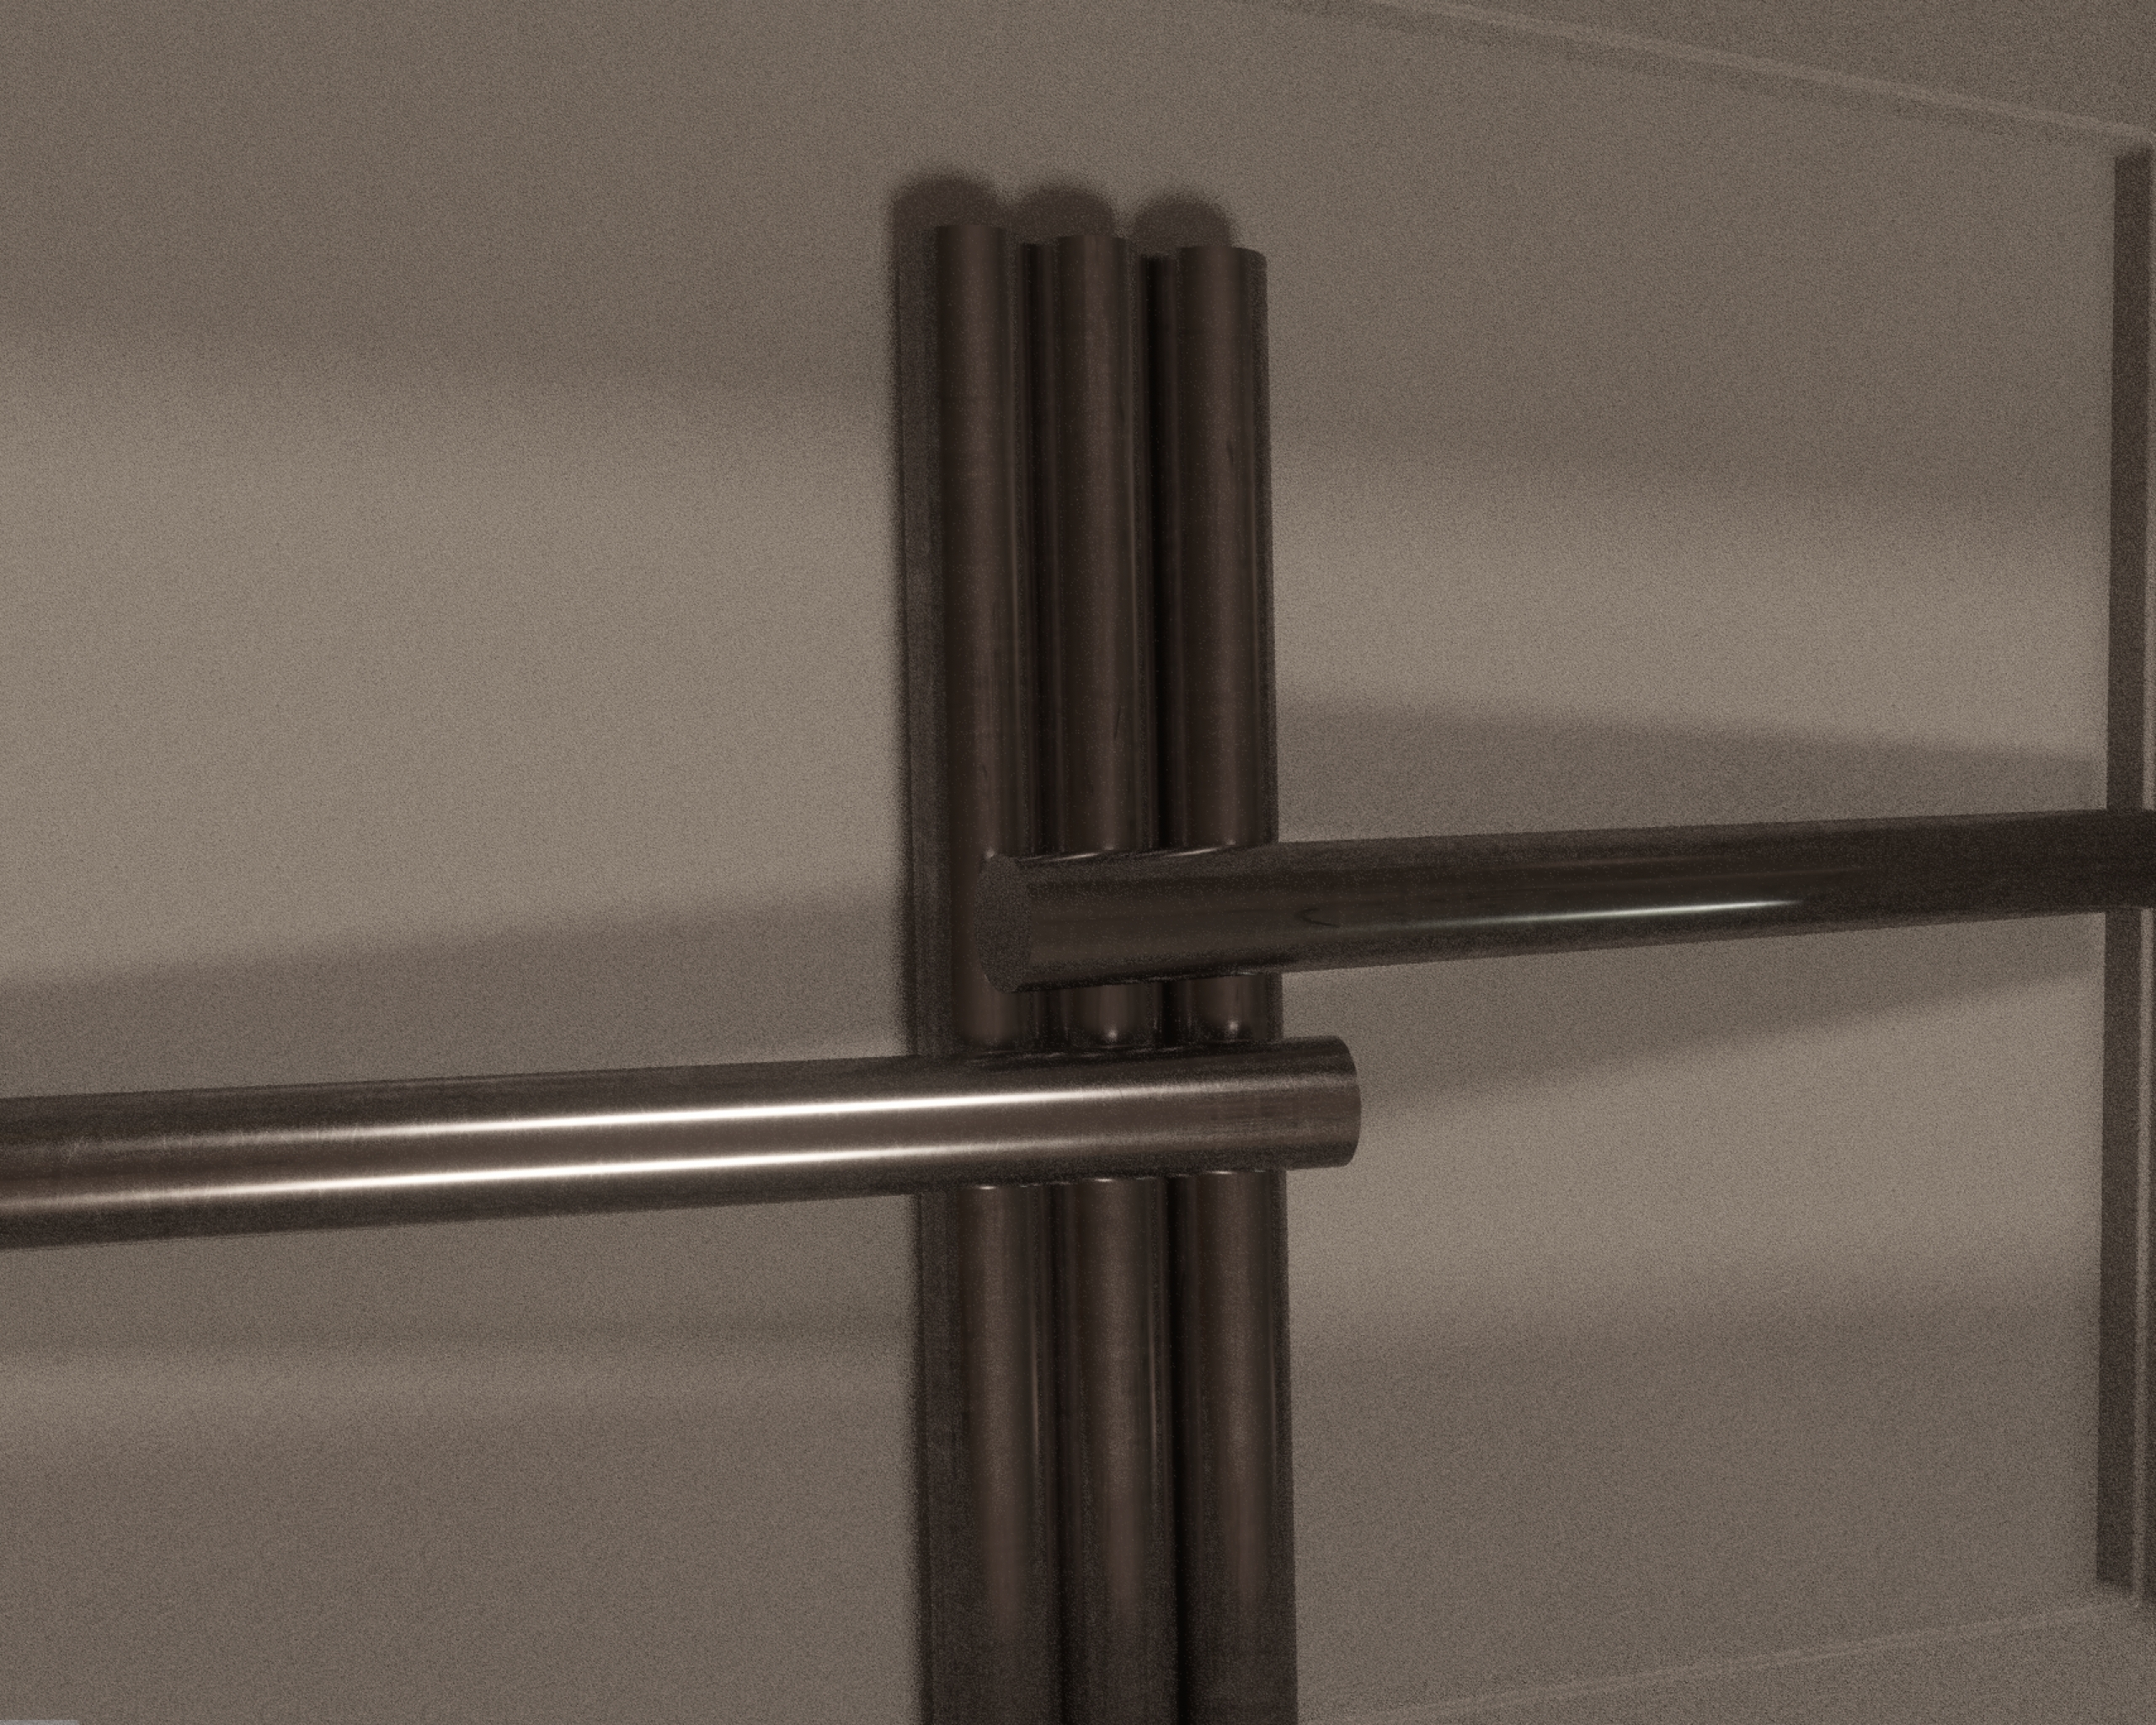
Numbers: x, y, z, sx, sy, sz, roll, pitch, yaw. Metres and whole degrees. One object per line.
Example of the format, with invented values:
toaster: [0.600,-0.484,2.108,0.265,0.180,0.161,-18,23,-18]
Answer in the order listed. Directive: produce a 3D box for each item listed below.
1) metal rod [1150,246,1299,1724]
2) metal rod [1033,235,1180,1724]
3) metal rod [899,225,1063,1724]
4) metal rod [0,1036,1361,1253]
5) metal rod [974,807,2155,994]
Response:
metal rod: [0.029,0.028,0.421,0.025,0.025,0.298,-2,91,-20]
metal rod: [0.004,0.029,0.412,0.025,0.025,0.298,-2,91,-20]
metal rod: [-0.019,0.030,0.403,0.025,0.025,0.298,-2,91,-20]
metal rod: [-0.097,0.049,0.357,0.302,0.025,0.025,-1,91,-15]
metal rod: [0.122,0.005,0.437,0.303,0.025,0.025,-2,91,-27]
